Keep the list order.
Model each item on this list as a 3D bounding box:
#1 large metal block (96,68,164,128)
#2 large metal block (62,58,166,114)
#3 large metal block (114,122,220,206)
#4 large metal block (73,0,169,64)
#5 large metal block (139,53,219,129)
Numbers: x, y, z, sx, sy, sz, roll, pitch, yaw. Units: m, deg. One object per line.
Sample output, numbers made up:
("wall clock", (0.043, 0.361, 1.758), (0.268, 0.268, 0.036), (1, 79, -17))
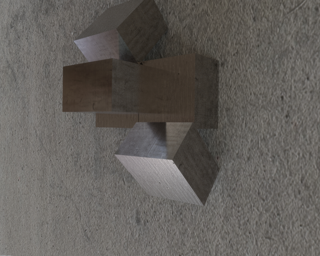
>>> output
("large metal block", (-0.041, -0.040, 0.420), (0.080, 0.050, 0.079), (1, 91, 39))
("large metal block", (-0.050, -0.042, 0.345), (0.080, 0.081, 0.050), (2, 91, 39))
("large metal block", (0.010, 0.039, 0.353), (0.080, 0.080, 0.050), (1, 47, 39))
("large metal block", (-0.049, -0.122, 0.401), (0.080, 0.050, 0.080), (1, 47, 40))
("large metal block", (0.021, -0.040, 0.369), (0.080, 0.050, 0.079), (1, 91, 39))
